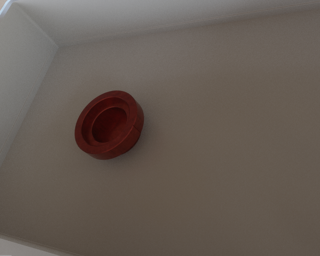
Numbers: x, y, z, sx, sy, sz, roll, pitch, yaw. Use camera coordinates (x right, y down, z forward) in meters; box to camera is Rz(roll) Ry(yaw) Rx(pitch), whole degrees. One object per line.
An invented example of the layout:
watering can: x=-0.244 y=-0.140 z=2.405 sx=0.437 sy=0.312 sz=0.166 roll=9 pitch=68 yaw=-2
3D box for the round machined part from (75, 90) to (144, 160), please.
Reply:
round machined part: x=-0.065 y=0.000 z=0.430 sx=0.098 sy=0.042 sz=0.098 roll=-13 pitch=56 yaw=21
